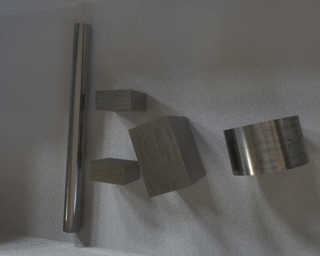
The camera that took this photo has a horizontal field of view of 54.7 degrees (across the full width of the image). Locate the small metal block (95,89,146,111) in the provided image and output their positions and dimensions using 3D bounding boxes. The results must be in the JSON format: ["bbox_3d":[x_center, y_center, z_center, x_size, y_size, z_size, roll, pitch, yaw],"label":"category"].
[{"bbox_3d":[-0.051,-0.036,0.414,0.050,0.050,0.025,0,90,19],"label":"small metal block"}]

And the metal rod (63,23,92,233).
[{"bbox_3d":[-0.120,0.001,0.451,0.025,0.025,0.298,4,91,19],"label":"metal rod"}]

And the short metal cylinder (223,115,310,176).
[{"bbox_3d":[0.115,0.019,0.341,0.080,0.080,0.050,-13,86,19],"label":"short metal cylinder"}]

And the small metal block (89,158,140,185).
[{"bbox_3d":[-0.060,0.057,0.417,0.050,0.050,0.025,4,92,19],"label":"small metal block"}]

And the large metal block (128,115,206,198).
[{"bbox_3d":[0.012,0.031,0.376,0.050,0.080,0.080,-20,84,19],"label":"large metal block"}]
